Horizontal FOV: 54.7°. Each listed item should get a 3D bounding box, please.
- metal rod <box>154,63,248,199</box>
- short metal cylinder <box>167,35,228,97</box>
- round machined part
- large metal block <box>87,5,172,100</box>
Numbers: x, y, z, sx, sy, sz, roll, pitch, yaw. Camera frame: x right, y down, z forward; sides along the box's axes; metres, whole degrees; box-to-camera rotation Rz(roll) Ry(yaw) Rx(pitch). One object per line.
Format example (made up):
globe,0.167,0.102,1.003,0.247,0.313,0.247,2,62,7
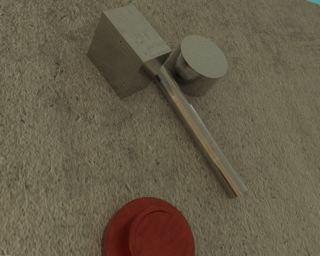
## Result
metal rod,0.028,-0.037,0.440,0.025,0.025,0.299,-22,74,-36
short metal cylinder,0.056,-0.095,0.475,0.081,0.050,0.080,14,56,-21
round machined part,-0.006,0.118,0.317,0.099,0.042,0.098,14,56,-21
large metal block,-0.043,-0.098,0.405,0.050,0.080,0.080,-31,79,-38
